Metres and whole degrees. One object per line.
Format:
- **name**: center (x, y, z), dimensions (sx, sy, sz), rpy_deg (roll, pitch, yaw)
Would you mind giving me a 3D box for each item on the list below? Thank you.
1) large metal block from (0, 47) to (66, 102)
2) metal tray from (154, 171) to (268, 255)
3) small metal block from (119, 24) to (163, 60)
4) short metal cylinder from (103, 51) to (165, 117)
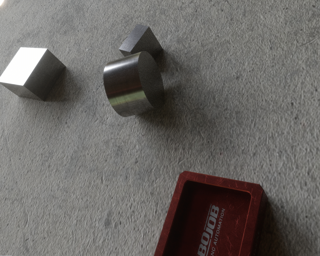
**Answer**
- **large metal block**: center (-0.237, -0.101, 0.574), dimensions (0.080, 0.050, 0.080), rpy_deg (12, 68, 33)
- **metal tray**: center (0.047, 0.114, 0.306), dimensions (0.090, 0.030, 0.130), rpy_deg (6, 65, 31)
- **small metal block**: center (-0.028, -0.122, 0.478), dimensions (0.025, 0.050, 0.050), rpy_deg (24, 75, 36)
- **short metal cylinder**: center (-0.033, -0.059, 0.422), dimensions (0.050, 0.080, 0.080), rpy_deg (-12, 57, 21)
